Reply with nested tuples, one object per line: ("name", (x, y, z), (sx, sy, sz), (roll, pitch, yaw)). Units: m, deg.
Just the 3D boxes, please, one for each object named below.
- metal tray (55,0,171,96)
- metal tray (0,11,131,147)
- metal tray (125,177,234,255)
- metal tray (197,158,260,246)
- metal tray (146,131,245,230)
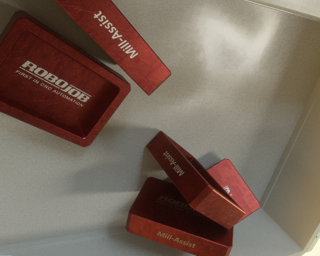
("metal tray", (-0.053, -0.094, 0.279), (0.030, 0.090, 0.130), (-44, 129, 3))
("metal tray", (-0.107, -0.043, 0.319), (0.131, 0.030, 0.090), (30, 101, -38))
("metal tray", (0.031, 0.118, 0.415), (0.131, 0.090, 0.030), (16, 115, 8))
("metal tray", (0.074, 0.118, 0.479), (0.131, 0.090, 0.030), (-30, 165, -9))
("metal tray", (0.043, 0.065, 0.404), (0.030, 0.130, 0.090), (-47, 129, 5))
